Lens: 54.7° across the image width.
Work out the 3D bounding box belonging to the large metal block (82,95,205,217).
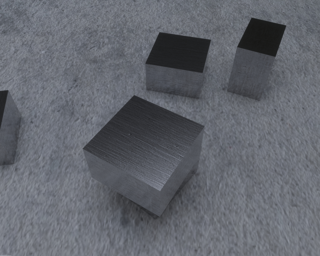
[{"bbox_3d":[-0.013,0.024,0.302,0.080,0.050,0.080,25,54,19],"label":"large metal block"}]

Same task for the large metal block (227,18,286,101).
[{"bbox_3d":[0.141,-0.101,0.454,0.050,0.080,0.080,19,53,15],"label":"large metal block"}]

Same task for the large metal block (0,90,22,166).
[{"bbox_3d":[-0.225,0.003,0.382,0.081,0.050,0.080,-7,51,-7],"label":"large metal block"}]

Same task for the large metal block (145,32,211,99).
[{"bbox_3d":[0.028,-0.096,0.468,0.080,0.050,0.080,11,51,9],"label":"large metal block"}]

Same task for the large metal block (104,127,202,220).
[{"bbox_3d":[-0.011,0.041,0.353,0.080,0.050,0.080,32,57,23],"label":"large metal block"}]
